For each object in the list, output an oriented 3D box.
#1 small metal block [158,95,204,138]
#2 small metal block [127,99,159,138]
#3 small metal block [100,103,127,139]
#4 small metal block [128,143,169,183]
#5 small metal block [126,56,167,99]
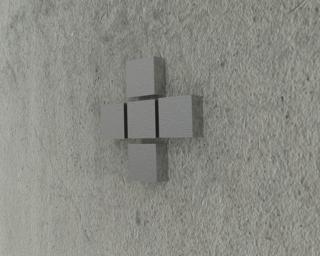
[{"bbox_3d":[0.026,-0.013,0.384,0.050,0.025,0.050,-2,89,39],"label":"small metal block"},{"bbox_3d":[-0.017,-0.011,0.419,0.050,0.025,0.050,-2,89,39],"label":"small metal block"},{"bbox_3d":[-0.061,-0.009,0.455,0.050,0.025,0.050,-2,89,39],"label":"small metal block"},{"bbox_3d":[-0.016,0.046,0.418,0.050,0.025,0.050,-3,88,39],"label":"small metal block"},{"bbox_3d":[-0.019,-0.067,0.420,0.050,0.025,0.050,-2,89,39],"label":"small metal block"}]
